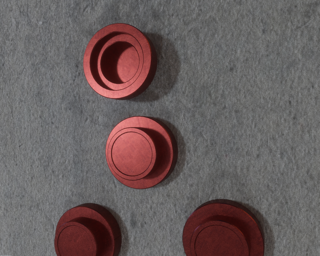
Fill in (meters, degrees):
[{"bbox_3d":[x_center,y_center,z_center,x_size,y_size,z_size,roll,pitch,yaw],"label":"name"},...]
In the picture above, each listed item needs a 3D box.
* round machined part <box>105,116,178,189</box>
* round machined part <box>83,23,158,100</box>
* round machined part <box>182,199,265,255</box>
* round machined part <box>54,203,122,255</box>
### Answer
[{"bbox_3d":[-0.029,0.033,0.409,0.098,0.042,0.097,0,90,19],"label":"round machined part"},{"bbox_3d":[-0.049,-0.086,0.416,0.098,0.042,0.097,0,90,19],"label":"round machined part"},{"bbox_3d":[0.074,0.139,0.373,0.098,0.042,0.097,0,90,19],"label":"round machined part"},{"bbox_3d":[-0.108,0.159,0.437,0.098,0.042,0.097,0,90,19],"label":"round machined part"}]
